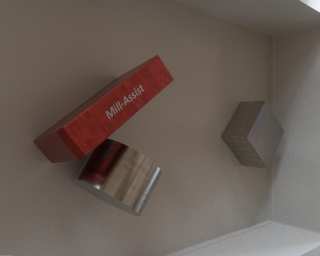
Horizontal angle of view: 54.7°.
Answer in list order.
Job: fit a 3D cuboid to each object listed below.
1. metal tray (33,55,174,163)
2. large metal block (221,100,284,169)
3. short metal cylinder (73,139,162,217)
[{"bbox_3d":[-0.056,-0.019,0.315,0.131,0.090,0.030,-44,108,-31],"label":"metal tray"},{"bbox_3d":[0.160,0.011,0.527,0.080,0.050,0.080,49,61,-29],"label":"large metal block"},{"bbox_3d":[-0.045,0.054,0.335,0.080,0.080,0.050,43,64,-32],"label":"short metal cylinder"}]
